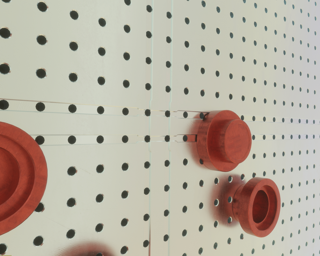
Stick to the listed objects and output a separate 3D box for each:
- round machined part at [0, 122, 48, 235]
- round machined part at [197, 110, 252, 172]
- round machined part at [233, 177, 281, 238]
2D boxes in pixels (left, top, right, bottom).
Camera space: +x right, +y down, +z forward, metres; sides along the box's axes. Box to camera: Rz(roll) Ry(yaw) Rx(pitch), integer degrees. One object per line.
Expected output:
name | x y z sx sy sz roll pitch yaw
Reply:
round machined part | -0.154 0.042 0.269 0.099 0.042 0.097 0 90 -40
round machined part | 0.107 0.020 0.486 0.099 0.042 0.097 0 90 -40
round machined part | 0.163 0.133 0.533 0.099 0.042 0.097 0 90 -40
